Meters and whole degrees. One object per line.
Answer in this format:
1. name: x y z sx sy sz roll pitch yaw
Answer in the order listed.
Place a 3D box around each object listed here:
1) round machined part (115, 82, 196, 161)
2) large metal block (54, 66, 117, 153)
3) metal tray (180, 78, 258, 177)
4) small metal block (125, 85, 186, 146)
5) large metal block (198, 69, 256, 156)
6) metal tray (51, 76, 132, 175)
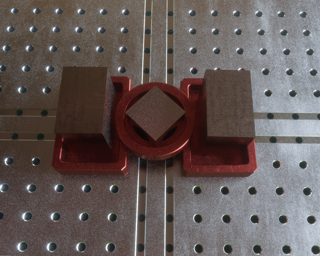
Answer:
1. round machined part: -0.006 -0.006 0.395 0.099 0.042 0.098 0 70 0
2. large metal block: -0.085 -0.019 0.375 0.050 0.080 0.080 1 70 0
3. metal tray: 0.073 -0.002 0.409 0.091 0.030 0.130 0 70 0
4. small metal block: -0.005 -0.014 0.374 0.050 0.025 0.050 43 75 14
5. large metal block: 0.076 -0.015 0.374 0.050 0.080 0.080 1 70 1
6. metal tray: -0.086 -0.005 0.409 0.091 0.030 0.130 1 70 0
